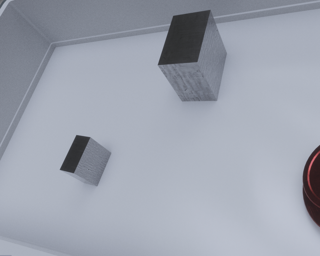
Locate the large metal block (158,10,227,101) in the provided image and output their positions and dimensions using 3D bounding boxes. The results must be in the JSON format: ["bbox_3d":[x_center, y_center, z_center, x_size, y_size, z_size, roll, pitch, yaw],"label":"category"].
[{"bbox_3d":[0.046,-0.090,0.400,0.050,0.080,0.080,2,63,29],"label":"large metal block"}]

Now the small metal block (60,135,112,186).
[{"bbox_3d":[-0.097,0.044,0.412,0.025,0.050,0.050,7,65,31],"label":"small metal block"}]

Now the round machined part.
[{"bbox_3d":[0.161,0.043,0.255,0.098,0.042,0.098,-46,27,32],"label":"round machined part"}]
